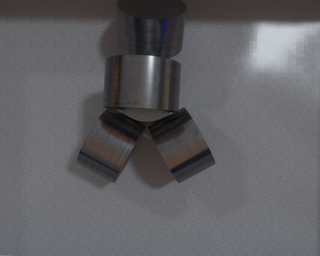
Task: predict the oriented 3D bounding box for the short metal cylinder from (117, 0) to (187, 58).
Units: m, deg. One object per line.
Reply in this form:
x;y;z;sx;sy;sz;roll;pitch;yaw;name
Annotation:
-0.011;-0.125;0.376;0.080;0.080;0.050;4;133;0;short metal cylinder

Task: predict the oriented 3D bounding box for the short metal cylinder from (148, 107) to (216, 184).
0.026;0.021;0.382;0.050;0.080;0.080;-29;90;1;short metal cylinder

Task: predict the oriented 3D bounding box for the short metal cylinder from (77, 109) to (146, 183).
-0.058;0.021;0.381;0.050;0.080;0.080;29;90;0;short metal cylinder

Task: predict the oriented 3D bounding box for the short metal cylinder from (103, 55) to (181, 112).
-0.019;-0.044;0.332;0.080;0.080;0.050;3;90;0;short metal cylinder

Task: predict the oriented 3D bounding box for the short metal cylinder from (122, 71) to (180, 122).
-0.016;-0.047;0.396;0.081;0.050;0.080;0;90;0;short metal cylinder
